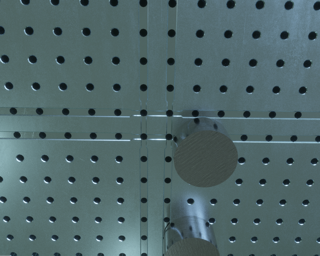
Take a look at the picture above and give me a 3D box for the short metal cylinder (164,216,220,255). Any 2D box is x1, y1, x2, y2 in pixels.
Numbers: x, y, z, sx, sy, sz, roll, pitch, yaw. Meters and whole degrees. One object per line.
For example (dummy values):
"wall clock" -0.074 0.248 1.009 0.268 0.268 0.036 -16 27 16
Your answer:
"short metal cylinder" 0.046 0.181 0.467 0.081 0.050 0.079 0 110 0

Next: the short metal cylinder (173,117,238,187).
"short metal cylinder" 0.058 0.031 0.412 0.081 0.050 0.079 0 110 0
